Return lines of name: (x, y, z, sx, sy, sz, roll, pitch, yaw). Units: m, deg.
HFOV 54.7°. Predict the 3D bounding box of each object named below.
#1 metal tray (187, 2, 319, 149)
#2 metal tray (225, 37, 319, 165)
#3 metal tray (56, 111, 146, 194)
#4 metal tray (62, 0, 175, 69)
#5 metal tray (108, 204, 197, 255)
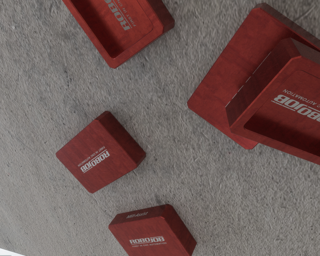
metal tray: (0.099, -0.048, 0.322, 0.090, 0.030, 0.129, 36, 129, 3)
metal tray: (0.139, -0.015, 0.284, 0.131, 0.030, 0.089, 19, 131, -17)
metal tray: (-0.095, 0.042, 0.479, 0.130, 0.030, 0.090, -34, 100, 38)
metal tray: (-0.056, -0.143, 0.344, 0.090, 0.030, 0.130, -26, 104, 37)
metal tray: (-0.015, 0.181, 0.524, 0.130, 0.030, 0.090, -22, 107, 36)
